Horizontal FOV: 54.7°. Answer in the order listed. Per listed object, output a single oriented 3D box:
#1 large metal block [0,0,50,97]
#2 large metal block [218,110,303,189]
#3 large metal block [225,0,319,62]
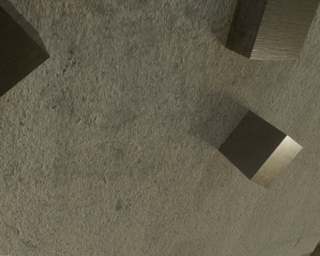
[{"bbox_3d":[-0.141,-0.082,0.244,0.050,0.080,0.080,-40,129,-1],"label":"large metal block"},{"bbox_3d":[0.150,0.032,0.473,0.050,0.080,0.080,28,103,-38],"label":"large metal block"},{"bbox_3d":[0.138,-0.130,0.385,0.081,0.050,0.079,-3,120,-27],"label":"large metal block"}]
